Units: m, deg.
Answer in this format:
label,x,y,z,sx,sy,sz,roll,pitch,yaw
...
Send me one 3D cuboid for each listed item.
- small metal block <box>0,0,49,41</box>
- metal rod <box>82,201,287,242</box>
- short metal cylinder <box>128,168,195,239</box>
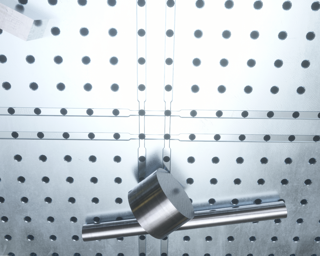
label,x,y,z,sx,sy,sz,roll,pitch,yaw
small metal block,-0.162,-0.124,0.352,0.050,0.050,0.025,26,108,-10
metal rod,0.035,0.140,0.465,0.302,0.025,0.025,-7,110,2
short metal cylinder,0.002,0.102,0.422,0.050,0.080,0.080,-39,106,13
